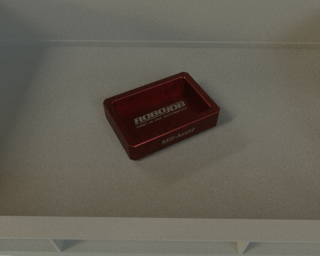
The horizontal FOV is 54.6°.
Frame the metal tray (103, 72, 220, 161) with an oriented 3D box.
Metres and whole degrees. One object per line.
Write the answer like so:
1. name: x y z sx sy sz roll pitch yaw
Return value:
1. metal tray: 0.002 -0.021 0.415 0.131 0.030 0.090 -22 54 -18
